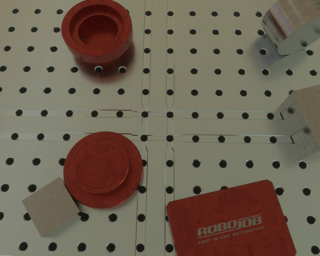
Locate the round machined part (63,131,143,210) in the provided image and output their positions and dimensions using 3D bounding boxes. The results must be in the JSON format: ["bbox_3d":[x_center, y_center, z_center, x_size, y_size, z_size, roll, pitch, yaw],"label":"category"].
[{"bbox_3d":[-0.071,0.050,0.384,0.099,0.042,0.098,0,70,0],"label":"round machined part"}]

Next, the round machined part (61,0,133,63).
[{"bbox_3d":[-0.088,-0.136,0.452,0.099,0.042,0.098,0,70,0],"label":"round machined part"}]

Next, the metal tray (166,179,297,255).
[{"bbox_3d":[0.080,0.120,0.366,0.131,0.030,0.090,-12,70,-5],"label":"metal tray"}]

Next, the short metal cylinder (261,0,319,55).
[{"bbox_3d":[0.193,-0.149,0.438,0.080,0.080,0.050,-21,72,-7],"label":"short metal cylinder"}]

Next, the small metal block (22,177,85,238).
[{"bbox_3d":[-0.128,0.096,0.376,0.050,0.025,0.050,-33,74,-11],"label":"small metal block"}]

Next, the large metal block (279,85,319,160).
[{"bbox_3d":[0.217,-0.012,0.404,0.081,0.050,0.080,-14,71,-5],"label":"large metal block"}]
